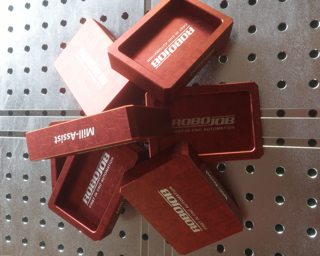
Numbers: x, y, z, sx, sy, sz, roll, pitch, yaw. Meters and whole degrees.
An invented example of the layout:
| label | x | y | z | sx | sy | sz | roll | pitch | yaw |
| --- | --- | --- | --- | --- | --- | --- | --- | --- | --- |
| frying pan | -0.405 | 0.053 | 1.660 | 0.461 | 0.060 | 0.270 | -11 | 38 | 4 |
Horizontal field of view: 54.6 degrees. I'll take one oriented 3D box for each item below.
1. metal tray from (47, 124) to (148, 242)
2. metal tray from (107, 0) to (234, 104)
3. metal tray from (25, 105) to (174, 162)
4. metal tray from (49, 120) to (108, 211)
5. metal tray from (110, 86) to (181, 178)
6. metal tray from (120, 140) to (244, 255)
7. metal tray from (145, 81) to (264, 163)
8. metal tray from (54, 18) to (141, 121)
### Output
| label | x | y | z | sx | sy | sz | roll | pitch | yaw |
| --- | --- | --- | --- | --- | --- | --- | --- | --- | --- |
| metal tray | -0.083 | 0.069 | 0.407 | 0.090 | 0.030 | 0.129 | 28 | 99 | 18 |
| metal tray | 0.014 | -0.101 | 0.370 | 0.090 | 0.030 | 0.130 | 35 | 68 | 17 |
| metal tray | -0.062 | 0.007 | 0.332 | 0.130 | 0.090 | 0.030 | -13 | 86 | 24 |
| metal tray | -0.112 | 0.052 | 0.450 | 0.090 | 0.030 | 0.129 | -4 | 88 | 19 |
| metal tray | -0.022 | 0.000 | 0.418 | 0.090 | 0.030 | 0.129 | -5 | 86 | 18 |
| metal tray | 0.027 | 0.087 | 0.365 | 0.090 | 0.030 | 0.130 | -31 | 113 | 18 |
| metal tray | 0.052 | -0.005 | 0.372 | 0.131 | 0.030 | 0.090 | -4 | 89 | 2 |
| metal tray | -0.084 | -0.078 | 0.422 | 0.090 | 0.030 | 0.130 | -47 | 60 | 14 |
